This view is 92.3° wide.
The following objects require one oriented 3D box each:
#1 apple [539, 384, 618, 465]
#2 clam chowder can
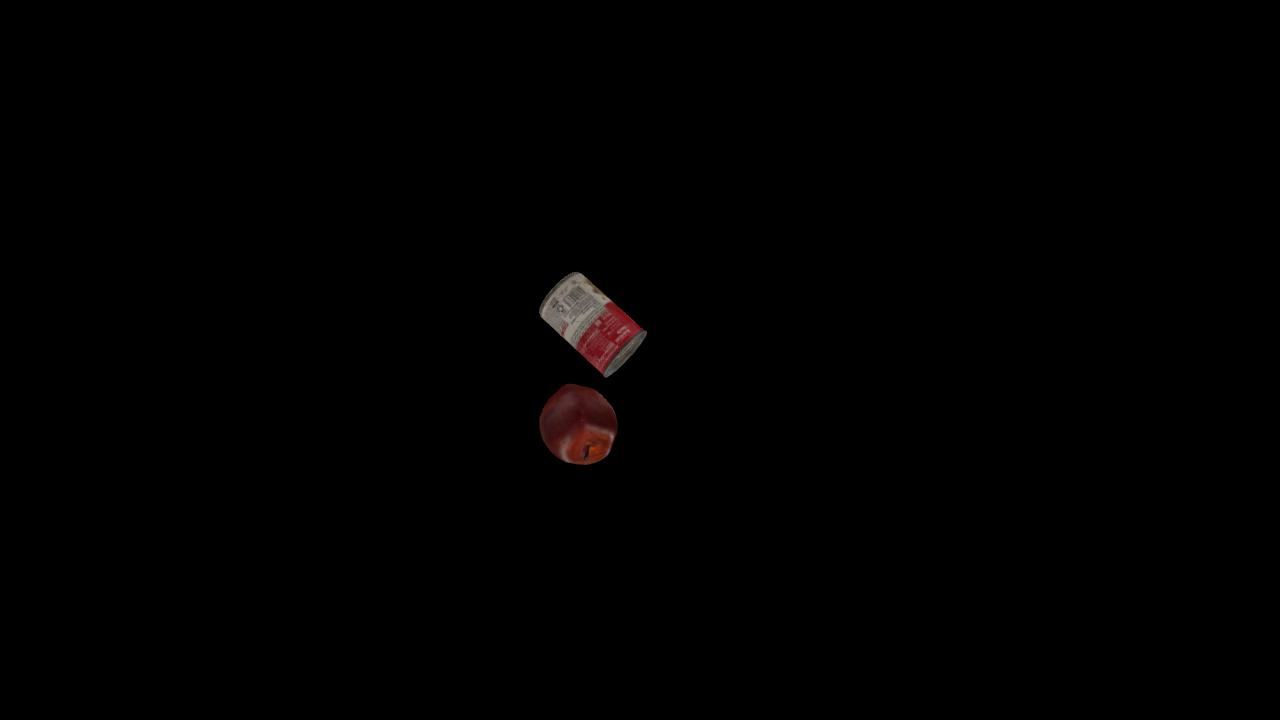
[{"bbox_3d":[-0.065,0.067,0.640,0.079,0.079,0.093,0,38,-23],"label":"apple"},{"bbox_3d":[-0.052,-0.039,0.672,0.102,0.068,0.068,42,6,7],"label":"clam chowder can"}]
